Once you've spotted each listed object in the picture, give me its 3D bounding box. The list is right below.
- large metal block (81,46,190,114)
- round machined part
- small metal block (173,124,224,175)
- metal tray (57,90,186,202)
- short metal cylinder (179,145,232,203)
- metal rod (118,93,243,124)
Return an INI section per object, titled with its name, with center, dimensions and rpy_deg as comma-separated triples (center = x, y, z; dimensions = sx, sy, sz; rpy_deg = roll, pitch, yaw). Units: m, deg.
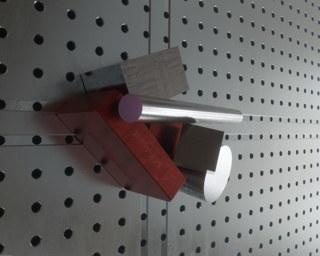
[large metal block]
center = -0.028, -0.052, 0.349
dimensions = 0.081, 0.080, 0.050
rpy_deg = -27, 107, -37
[round machined part]
center = -0.001, 0.006, 0.403
dimensions = 0.099, 0.042, 0.097
rpy_deg = 0, 90, -40
[small metal block]
center = 0.047, 0.025, 0.378
dimensions = 0.025, 0.050, 0.050
rpy_deg = 74, 31, -73
[metal tray]
center = -0.041, 0.021, 0.333
dimensions = 0.030, 0.090, 0.130
rpy_deg = -51, 121, -28
[short metal cylinder]
center = 0.059, 0.057, 0.429
dimensions = 0.081, 0.050, 0.079
rpy_deg = -26, 123, -48
[metal rod]
center = 0.051, -0.018, 0.392
dimensions = 0.302, 0.025, 0.025
rpy_deg = -1, 91, -60
